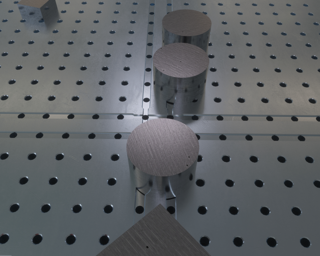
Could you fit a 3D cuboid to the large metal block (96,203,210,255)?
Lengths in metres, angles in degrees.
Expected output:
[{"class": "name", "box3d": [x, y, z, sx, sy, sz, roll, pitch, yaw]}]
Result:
[{"class": "large metal block", "box3d": [-0.003, 0.132, 0.281, 0.080, 0.050, 0.080, -34, 58, -25]}]

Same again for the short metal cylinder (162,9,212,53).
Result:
[{"class": "short metal cylinder", "box3d": [0.044, -0.157, 0.523, 0.080, 0.050, 0.080, 0, 50, 0]}]

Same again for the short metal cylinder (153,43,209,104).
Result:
[{"class": "short metal cylinder", "box3d": [0.030, -0.082, 0.461, 0.080, 0.050, 0.080, 0, 50, 0]}]

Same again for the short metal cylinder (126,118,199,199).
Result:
[{"class": "short metal cylinder", "box3d": [0.003, 0.035, 0.362, 0.080, 0.050, 0.080, 0, 50, 0]}]

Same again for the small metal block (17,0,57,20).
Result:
[{"class": "small metal block", "box3d": [-0.240, -0.240, 0.608, 0.050, 0.025, 0.050, 15, 52, 12]}]
